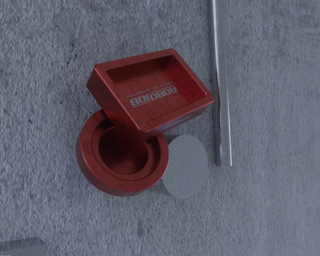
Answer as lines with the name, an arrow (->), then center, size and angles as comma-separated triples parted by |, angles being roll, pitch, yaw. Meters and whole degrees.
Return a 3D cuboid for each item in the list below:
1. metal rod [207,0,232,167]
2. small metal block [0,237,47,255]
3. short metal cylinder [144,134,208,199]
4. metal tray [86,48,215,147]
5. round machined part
metal rod -> 0.092, -0.090, 0.480 | 0.025, 0.025, 0.298 | -6, 94, -40
small metal block -> -0.138, 0.134, 0.290 | 0.050, 0.025, 0.050 | 6, 86, -40
short metal cylinder -> 0.016, 0.048, 0.402 | 0.081, 0.050, 0.080 | 0, 90, -40
metal tray -> -0.006, -0.042, 0.359 | 0.131, 0.030, 0.090 | -25, 73, -43
round machined part -> -0.043, 0.028, 0.340 | 0.099, 0.042, 0.098 | 14, 57, -23
